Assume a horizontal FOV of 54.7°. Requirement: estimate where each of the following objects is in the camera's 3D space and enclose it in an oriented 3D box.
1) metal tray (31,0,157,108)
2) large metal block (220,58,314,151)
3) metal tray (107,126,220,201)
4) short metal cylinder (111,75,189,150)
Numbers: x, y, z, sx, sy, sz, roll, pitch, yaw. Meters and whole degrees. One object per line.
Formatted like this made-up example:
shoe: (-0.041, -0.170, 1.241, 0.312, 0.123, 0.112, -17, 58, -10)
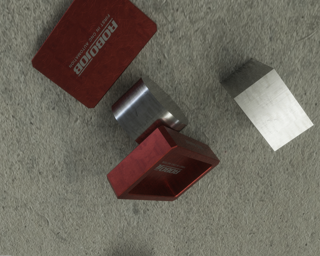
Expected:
metal tray: (-0.077, -0.099, 0.370, 0.090, 0.030, 0.130, 38, 105, -13)
large metal block: (0.123, -0.031, 0.370, 0.050, 0.080, 0.080, -38, 106, 13)
metal tray: (0.010, 0.050, 0.381, 0.090, 0.030, 0.131, -43, 149, 15)
short metal cylinder: (-0.011, -0.017, 0.374, 0.050, 0.080, 0.080, -43, 105, 14)
